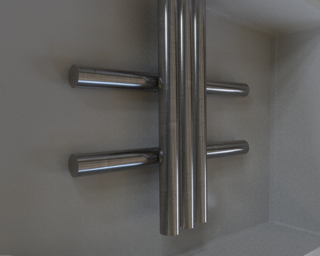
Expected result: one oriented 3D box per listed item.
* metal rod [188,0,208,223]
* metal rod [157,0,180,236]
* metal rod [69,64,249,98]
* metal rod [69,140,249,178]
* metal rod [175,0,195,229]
[{"bbox_3d":[0.049,-0.026,0.412,0.025,0.025,0.298,-1,91,-40],"label":"metal rod"},{"bbox_3d":[0.011,-0.021,0.380,0.025,0.025,0.298,-1,91,-40],"label":"metal rod"},{"bbox_3d":[0.024,-0.059,0.425,0.302,0.025,0.025,-2,92,-40],"label":"metal rod"},{"bbox_3d":[0.024,0.036,0.425,0.302,0.025,0.025,-2,91,-40],"label":"metal rod"},{"bbox_3d":[0.031,-0.023,0.396,0.025,0.025,0.298,-1,91,-40],"label":"metal rod"}]
